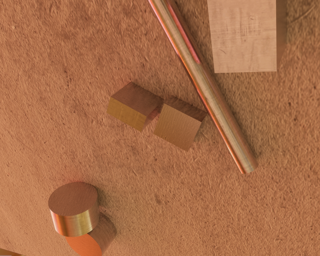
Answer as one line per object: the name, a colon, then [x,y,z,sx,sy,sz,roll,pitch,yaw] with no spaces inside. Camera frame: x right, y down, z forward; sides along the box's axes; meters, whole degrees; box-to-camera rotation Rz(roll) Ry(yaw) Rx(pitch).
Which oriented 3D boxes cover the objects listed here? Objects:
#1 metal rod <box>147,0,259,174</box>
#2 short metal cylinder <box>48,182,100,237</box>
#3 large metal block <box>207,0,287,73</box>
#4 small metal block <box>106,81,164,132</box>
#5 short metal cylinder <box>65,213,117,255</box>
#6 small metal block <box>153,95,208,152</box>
metal rod: [0.035,-0.076,0.341,0.025,0.025,0.299,-20,108,35]
short metal cylinder: [-0.146,0.139,0.534,0.080,0.080,0.050,14,124,20]
large metal block: [0.079,-0.100,0.268,0.050,0.080,0.079,3,120,27]
small metal block: [-0.030,-0.028,0.389,0.050,0.050,0.025,29,128,9]
short metal cylinder: [-0.129,0.200,0.583,0.080,0.050,0.079,13,124,21]
small metal block: [0.025,-0.006,0.390,0.050,0.025,0.050,28,128,10]
